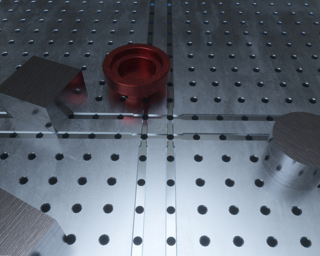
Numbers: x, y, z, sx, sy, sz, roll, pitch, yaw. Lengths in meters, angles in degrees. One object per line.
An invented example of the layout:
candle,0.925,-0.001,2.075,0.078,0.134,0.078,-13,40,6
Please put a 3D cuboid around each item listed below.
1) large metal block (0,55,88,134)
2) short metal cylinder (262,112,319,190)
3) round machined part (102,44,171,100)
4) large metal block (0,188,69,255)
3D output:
large metal block,-0.161,-0.048,0.431,0.080,0.050,0.080,18,52,14
short metal cylinder,0.169,0.027,0.370,0.081,0.050,0.080,0,50,0
round machined part,-0.034,-0.081,0.464,0.099,0.042,0.098,0,50,0
large metal block,-0.150,0.114,0.295,0.080,0.050,0.080,22,54,18
